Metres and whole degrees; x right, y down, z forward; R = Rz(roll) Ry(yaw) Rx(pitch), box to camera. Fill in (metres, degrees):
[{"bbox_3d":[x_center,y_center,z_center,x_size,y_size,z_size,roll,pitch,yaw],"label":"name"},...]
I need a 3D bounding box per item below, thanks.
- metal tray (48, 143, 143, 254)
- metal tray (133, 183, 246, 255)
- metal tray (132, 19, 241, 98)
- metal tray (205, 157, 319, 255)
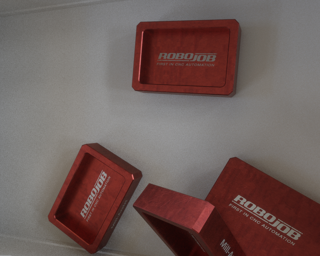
[{"bbox_3d":[-0.094,0.098,0.440,0.090,0.030,0.129,30,100,17],"label":"metal tray"},{"bbox_3d":[0.038,0.119,0.334,0.090,0.130,0.030,7,49,46],"label":"metal tray"},{"bbox_3d":[0.032,-0.088,0.396,0.130,0.030,0.089,5,92,19],"label":"metal tray"},{"bbox_3d":[0.117,0.104,0.352,0.130,0.030,0.090,30,81,17],"label":"metal tray"}]
